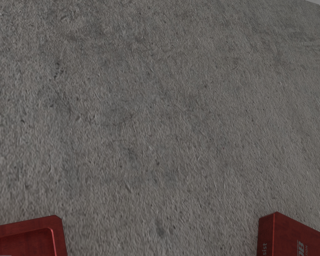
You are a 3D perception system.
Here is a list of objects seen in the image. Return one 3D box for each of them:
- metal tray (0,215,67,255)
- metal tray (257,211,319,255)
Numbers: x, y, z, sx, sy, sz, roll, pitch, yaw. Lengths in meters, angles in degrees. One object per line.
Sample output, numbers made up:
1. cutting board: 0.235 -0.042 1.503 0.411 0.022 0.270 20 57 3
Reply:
1. metal tray: -0.141 0.129 0.246 0.131 0.030 0.090 -4 64 -30
2. metal tray: 0.163 0.181 0.378 0.090 0.030 0.130 27 52 -11
